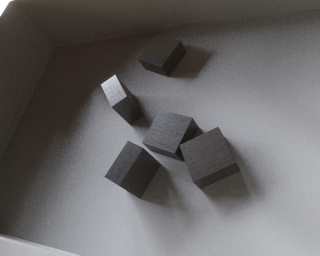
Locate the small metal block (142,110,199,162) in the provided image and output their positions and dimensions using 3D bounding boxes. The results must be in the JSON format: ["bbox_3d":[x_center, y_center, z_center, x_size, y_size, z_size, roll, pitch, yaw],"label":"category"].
[{"bbox_3d":[0.014,0.009,0.392,0.050,0.025,0.050,16,70,34],"label":"small metal block"}]

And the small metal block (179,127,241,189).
[{"bbox_3d":[0.056,0.034,0.354,0.050,0.025,0.050,-27,53,11],"label":"small metal block"}]

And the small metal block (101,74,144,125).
[{"bbox_3d":[-0.053,-0.040,0.440,0.025,0.050,0.050,-35,52,5],"label":"small metal block"}]

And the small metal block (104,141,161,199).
[{"bbox_3d":[-0.031,0.051,0.373,0.025,0.050,0.050,22,74,36],"label":"small metal block"}]

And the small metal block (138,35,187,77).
[{"bbox_3d":[0.003,-0.110,0.470,0.050,0.025,0.050,26,76,36],"label":"small metal block"}]
